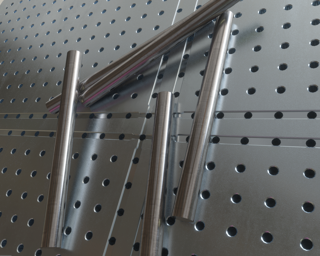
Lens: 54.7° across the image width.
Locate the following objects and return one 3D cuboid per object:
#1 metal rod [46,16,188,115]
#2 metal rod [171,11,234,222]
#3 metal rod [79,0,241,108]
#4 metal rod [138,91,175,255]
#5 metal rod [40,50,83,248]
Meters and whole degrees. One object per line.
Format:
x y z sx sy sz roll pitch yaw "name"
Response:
-0.054 -0.106 0.499 0.301 0.025 0.025 -29 52 9 "metal rod"
0.061 -0.033 0.395 0.025 0.025 0.300 1 62 28 "metal rod"
0.000 -0.121 0.461 0.300 0.025 0.025 -32 52 14 "metal rod"
-0.005 0.087 0.356 0.025 0.025 0.299 -8 58 24 "metal rod"
-0.139 0.014 0.450 0.025 0.025 0.299 -12 63 21 "metal rod"
